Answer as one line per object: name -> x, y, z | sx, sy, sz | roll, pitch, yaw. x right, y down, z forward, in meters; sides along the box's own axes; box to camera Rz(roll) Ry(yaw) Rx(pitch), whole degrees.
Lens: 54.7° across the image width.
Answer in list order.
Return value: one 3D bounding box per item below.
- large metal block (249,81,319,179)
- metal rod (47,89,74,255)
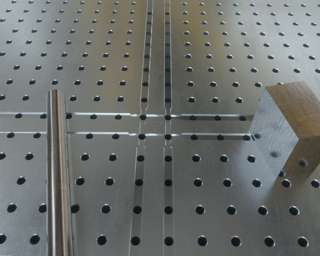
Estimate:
large metal block -> 0.156, 0.003, 0.372 | 0.050, 0.080, 0.080 | -10, 51, -8
metal rod -> -0.115, 0.066, 0.350 | 0.025, 0.025, 0.300 | -10, 51, -9
